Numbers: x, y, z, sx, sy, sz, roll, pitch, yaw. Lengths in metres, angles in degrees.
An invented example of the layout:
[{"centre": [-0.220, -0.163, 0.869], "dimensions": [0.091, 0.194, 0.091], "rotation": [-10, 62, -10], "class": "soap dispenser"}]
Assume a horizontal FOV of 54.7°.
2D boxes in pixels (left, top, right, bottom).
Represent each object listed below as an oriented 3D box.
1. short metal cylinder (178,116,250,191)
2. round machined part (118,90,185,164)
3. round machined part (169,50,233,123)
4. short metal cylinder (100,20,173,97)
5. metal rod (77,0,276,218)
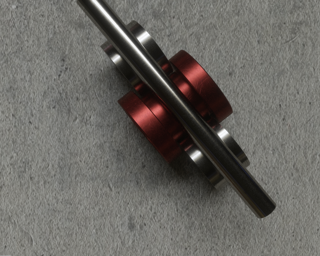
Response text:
[{"centre": [0.065, 0.030, 0.384], "dimensions": [0.050, 0.080, 0.080], "rotation": [-39, 91, 0], "class": "short metal cylinder"}, {"centre": [-0.004, -0.007, 0.373], "dimensions": [0.042, 0.098, 0.098], "rotation": [-39, 91, -4], "class": "round machined part"}, {"centre": [0.040, -0.043, 0.375], "dimensions": [0.042, 0.098, 0.098], "rotation": [-39, 90, 5], "class": "round machined part"}, {"centre": [-0.028, -0.084, 0.383], "dimensions": [0.050, 0.080, 0.080], "rotation": [-39, 91, 0], "class": "short metal cylinder"}, {"centre": [0.018, -0.026, 0.332], "dimensions": [0.025, 0.025, 0.300], "rotation": [-40, 91, 0], "class": "metal rod"}]
